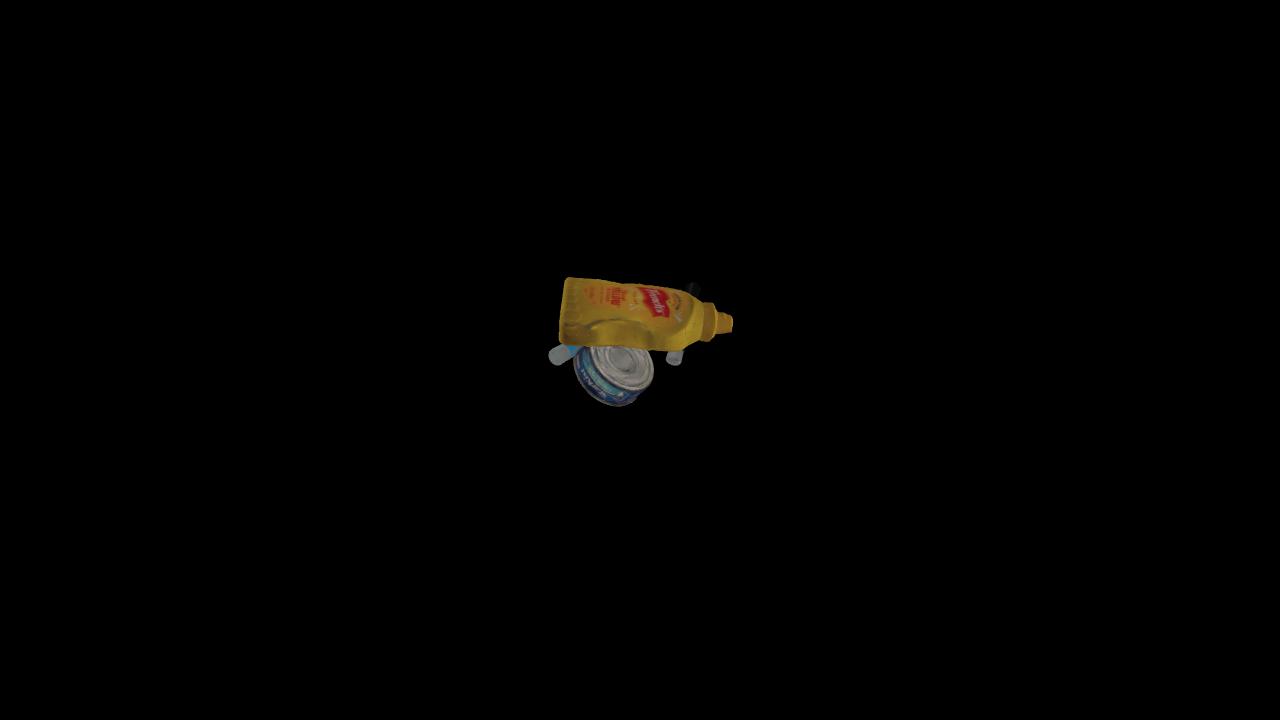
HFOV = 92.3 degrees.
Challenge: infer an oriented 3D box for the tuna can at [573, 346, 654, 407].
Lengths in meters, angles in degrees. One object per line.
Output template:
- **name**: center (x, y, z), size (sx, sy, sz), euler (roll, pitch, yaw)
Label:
- **tuna can**: center (-0.026, 0.006, 0.656), size (0.084, 0.084, 0.034), euler (0, -31, -40)

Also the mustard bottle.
- **mustard bottle**: center (0.009, -0.045, 0.653), size (0.184, 0.054, 0.092), euler (5, 34, -6)

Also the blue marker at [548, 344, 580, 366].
- **blue marker**: center (-0.059, -0.023, 0.684), size (0.020, 0.020, 0.121), euler (0, 19, 29)

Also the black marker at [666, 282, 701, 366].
- **black marker**: center (0.054, -0.047, 0.749), size (0.020, 0.121, 0.020), euler (12, -33, 8)
